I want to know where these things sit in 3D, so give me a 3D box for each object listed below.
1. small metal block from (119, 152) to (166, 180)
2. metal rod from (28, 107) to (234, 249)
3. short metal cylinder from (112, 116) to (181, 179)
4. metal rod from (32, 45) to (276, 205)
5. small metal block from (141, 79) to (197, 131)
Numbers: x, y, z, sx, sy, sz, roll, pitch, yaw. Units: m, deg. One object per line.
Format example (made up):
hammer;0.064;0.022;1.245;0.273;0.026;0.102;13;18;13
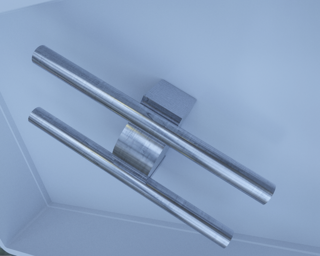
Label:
small metal block;-0.028;0.048;0.433;0.050;0.050;0.025;32;128;7
metal rod;-0.043;0.060;0.402;0.301;0.025;0.025;31;128;7
short metal cylinder;-0.016;0.017;0.389;0.050;0.080;0.079;32;128;7
metal rod;-0.013;-0.008;0.343;0.301;0.025;0.025;31;128;7
small metal block;0.009;-0.027;0.368;0.050;0.050;0.025;32;128;7
